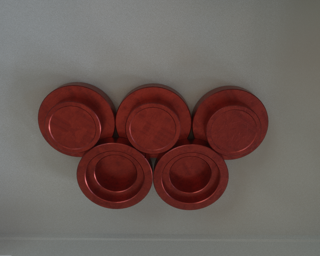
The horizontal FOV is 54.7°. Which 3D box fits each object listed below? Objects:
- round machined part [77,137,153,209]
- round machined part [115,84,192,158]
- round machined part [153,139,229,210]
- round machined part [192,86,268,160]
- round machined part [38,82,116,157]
[{"bbox_3d":[-0.059,0.057,0.421,0.099,0.042,0.097,0,110,0],"label":"round machined part"},{"bbox_3d":[-0.009,-0.005,0.398,0.099,0.042,0.097,0,109,0],"label":"round machined part"},{"bbox_3d":[0.040,0.059,0.422,0.099,0.042,0.097,0,110,0],"label":"round machined part"},{"bbox_3d":[0.091,-0.002,0.399,0.099,0.042,0.097,0,109,0],"label":"round machined part"},{"bbox_3d":[-0.107,-0.007,0.396,0.099,0.042,0.097,0,109,-1],"label":"round machined part"}]
